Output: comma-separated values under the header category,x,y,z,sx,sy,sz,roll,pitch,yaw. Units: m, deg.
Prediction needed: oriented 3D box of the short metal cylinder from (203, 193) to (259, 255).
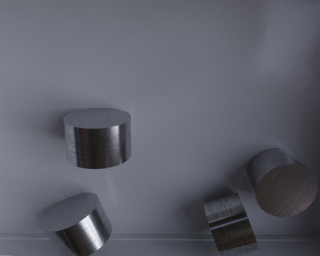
category,x,y,z,sx,sy,sz,roll,pitch,yaw
short metal cylinder,0.098,0.136,0.434,0.050,0.080,0.080,-20,109,7

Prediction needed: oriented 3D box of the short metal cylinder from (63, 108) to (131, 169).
category,x,y,z,sx,sy,sz,roll,pitch,yaw
short metal cylinder,-0.076,0.010,0.385,0.081,0.080,0.050,1,110,-1

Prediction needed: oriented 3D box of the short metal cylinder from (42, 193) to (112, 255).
category,x,y,z,sx,sy,sz,roll,pitch,yaw
short metal cylinder,-0.114,0.135,0.430,0.080,0.080,0.050,-18,109,6

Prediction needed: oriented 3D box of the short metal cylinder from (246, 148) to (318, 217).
category,x,y,z,sx,sy,sz,roll,pitch,yaw
short metal cylinder,0.165,0.074,0.428,0.081,0.050,0.079,0,110,-1
